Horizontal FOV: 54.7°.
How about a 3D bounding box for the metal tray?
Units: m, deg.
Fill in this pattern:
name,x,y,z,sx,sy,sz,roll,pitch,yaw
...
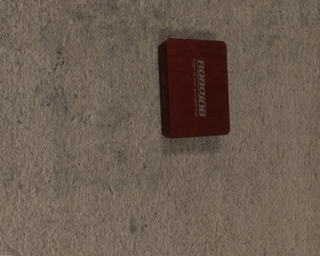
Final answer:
name,x,y,z,sx,sy,sz,roll,pitch,yaw
metal tray,0.047,-0.053,0.425,0.091,0.030,0.129,-3,91,-20
